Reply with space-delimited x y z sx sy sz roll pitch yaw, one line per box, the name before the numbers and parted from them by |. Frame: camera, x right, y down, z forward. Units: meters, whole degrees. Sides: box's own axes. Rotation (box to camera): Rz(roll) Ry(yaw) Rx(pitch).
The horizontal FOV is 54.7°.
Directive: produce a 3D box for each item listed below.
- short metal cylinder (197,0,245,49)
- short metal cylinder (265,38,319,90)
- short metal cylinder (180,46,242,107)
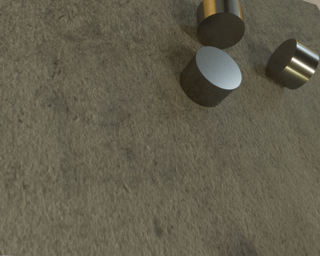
short metal cylinder | 0.104 -0.184 0.539 0.081 0.080 0.050 16 56 -20
short metal cylinder | 0.243 -0.118 0.575 0.050 0.080 0.080 26 53 -13
short metal cylinder | 0.078 -0.079 0.480 0.081 0.050 0.080 14 56 -21
